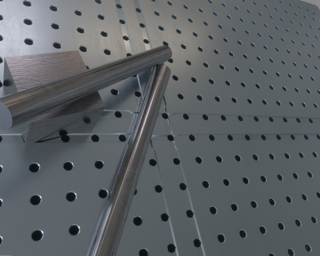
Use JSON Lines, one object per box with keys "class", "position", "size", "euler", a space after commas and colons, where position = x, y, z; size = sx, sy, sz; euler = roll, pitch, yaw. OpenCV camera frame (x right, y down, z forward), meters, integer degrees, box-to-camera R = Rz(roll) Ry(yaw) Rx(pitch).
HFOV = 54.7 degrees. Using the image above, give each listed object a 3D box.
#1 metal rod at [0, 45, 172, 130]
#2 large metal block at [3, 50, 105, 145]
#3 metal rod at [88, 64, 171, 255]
{"class": "metal rod", "position": [-0.057, -0.063, 0.360], "size": [0.025, 0.025, 0.302], "euler": [46, 34, 3]}
{"class": "large metal block", "position": [-0.121, -0.037, 0.350], "size": [0.081, 0.050, 0.080], "euler": [-16, 70, -35]}
{"class": "metal rod", "position": [-0.029, 0.031, 0.373], "size": [0.025, 0.025, 0.300], "euler": [26, 53, -13]}
